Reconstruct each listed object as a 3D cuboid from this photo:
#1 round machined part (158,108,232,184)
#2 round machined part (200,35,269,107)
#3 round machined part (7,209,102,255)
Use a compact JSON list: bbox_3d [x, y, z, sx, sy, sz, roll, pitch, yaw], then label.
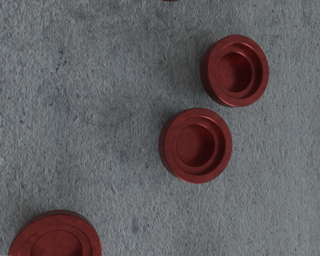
[{"bbox_3d":[0.044,0.023,0.416,0.099,0.042,0.097,0,90,-20],"label":"round machined part"},{"bbox_3d":[0.100,-0.077,0.437,0.099,0.042,0.097,0,90,-20],"label":"round machined part"},{"bbox_3d":[-0.120,0.142,0.356,0.099,0.042,0.097,0,90,-20],"label":"round machined part"}]
